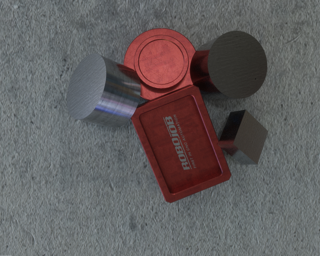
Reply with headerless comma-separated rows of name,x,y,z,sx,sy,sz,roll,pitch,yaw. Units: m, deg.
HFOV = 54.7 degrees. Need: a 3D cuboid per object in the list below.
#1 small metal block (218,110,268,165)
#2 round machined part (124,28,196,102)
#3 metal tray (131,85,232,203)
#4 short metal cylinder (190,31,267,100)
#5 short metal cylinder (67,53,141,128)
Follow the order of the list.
small metal block,0.107,0.013,0.394,0.050,0.025,0.050,38,65,-26
round machined part,0.002,-0.082,0.403,0.099,0.042,0.097,0,90,0
metal tray,0.026,0.020,0.398,0.090,0.030,0.129,-22,100,0
short metal cylinder,0.085,-0.075,0.389,0.081,0.050,0.079,-1,92,-18
short metal cylinder,-0.069,-0.044,0.376,0.050,0.080,0.080,16,90,-44
